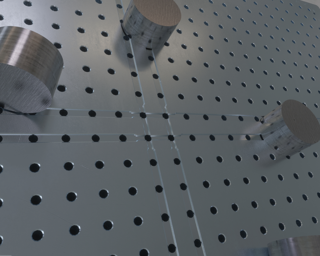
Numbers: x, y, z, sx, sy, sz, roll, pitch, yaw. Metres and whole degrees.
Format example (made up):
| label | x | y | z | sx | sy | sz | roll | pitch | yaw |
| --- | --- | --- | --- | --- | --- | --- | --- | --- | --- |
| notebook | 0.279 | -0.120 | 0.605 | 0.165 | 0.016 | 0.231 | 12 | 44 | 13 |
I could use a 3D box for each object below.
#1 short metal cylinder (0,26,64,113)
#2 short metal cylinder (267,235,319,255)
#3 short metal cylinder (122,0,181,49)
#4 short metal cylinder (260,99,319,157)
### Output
| label | x | y | z | sx | sy | sz | roll | pitch | yaw |
| --- | --- | --- | --- | --- | --- | --- | --- | --- | --- |
| short metal cylinder | -0.150 | -0.059 | 0.328 | 0.081 | 0.080 | 0.050 | 17 | 55 | -19 |
| short metal cylinder | 0.174 | 0.161 | 0.368 | 0.081 | 0.080 | 0.050 | 11 | 57 | -23 |
| short metal cylinder | -0.014 | -0.174 | 0.490 | 0.081 | 0.050 | 0.080 | 14 | 56 | -21 |
| short metal cylinder | 0.212 | 0.000 | 0.506 | 0.081 | 0.050 | 0.080 | 14 | 56 | -21 |
